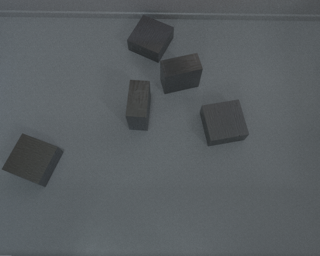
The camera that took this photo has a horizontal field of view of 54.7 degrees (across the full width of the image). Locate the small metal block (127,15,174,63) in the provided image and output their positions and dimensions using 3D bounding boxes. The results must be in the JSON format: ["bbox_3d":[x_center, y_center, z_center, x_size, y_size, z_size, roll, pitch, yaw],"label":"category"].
[{"bbox_3d":[-0.013,-0.132,0.458,0.050,0.025,0.050,25,72,9],"label":"small metal block"}]

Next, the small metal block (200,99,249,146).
[{"bbox_3d":[0.084,-0.007,0.412,0.050,0.025,0.050,-10,70,-4],"label":"small metal block"}]

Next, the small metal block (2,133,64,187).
[{"bbox_3d":[-0.160,0.041,0.393,0.050,0.025,0.050,20,71,7],"label":"small metal block"}]

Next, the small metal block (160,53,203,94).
[{"bbox_3d":[0.028,-0.073,0.423,0.050,0.050,0.025,-13,71,-5],"label":"small metal block"}]

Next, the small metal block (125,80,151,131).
[{"bbox_3d":[-0.027,-0.029,0.406,0.025,0.050,0.050,4,70,1],"label":"small metal block"}]
